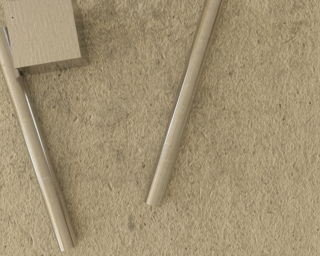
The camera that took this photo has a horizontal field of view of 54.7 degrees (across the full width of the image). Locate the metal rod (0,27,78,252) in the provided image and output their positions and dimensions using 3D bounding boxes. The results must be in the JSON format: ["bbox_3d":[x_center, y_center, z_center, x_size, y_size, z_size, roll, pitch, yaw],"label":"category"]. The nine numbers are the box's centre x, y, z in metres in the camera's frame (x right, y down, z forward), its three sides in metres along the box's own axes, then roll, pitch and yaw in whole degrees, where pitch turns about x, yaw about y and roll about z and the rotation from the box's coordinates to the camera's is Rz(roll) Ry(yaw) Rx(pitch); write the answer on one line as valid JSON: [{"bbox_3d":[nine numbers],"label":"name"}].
[{"bbox_3d":[-0.165,0.015,0.407,0.025,0.025,0.298,-18,90,0],"label":"metal rod"}]

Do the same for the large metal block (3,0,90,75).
[{"bbox_3d":[-0.141,-0.118,0.396,0.080,0.050,0.080,-10,90,-1],"label":"large metal block"}]

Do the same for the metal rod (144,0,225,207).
[{"bbox_3d":[0.034,-0.043,0.410,0.025,0.025,0.298,17,90,-1],"label":"metal rod"}]
